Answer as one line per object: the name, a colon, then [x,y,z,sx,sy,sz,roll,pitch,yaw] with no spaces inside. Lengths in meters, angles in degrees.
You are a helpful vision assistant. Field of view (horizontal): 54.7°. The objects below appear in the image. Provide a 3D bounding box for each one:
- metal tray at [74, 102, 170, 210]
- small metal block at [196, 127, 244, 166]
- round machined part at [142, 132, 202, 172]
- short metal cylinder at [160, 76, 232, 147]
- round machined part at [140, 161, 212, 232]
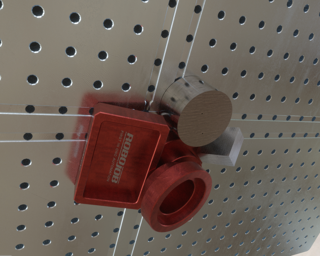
metal tray: [-0.051,0.040,0.392,0.091,0.030,0.129,11,113,-18]
small metal block: [0.087,0.025,0.448,0.025,0.050,0.050,56,50,-39]
round machined part: [0.021,0.058,0.447,0.099,0.042,0.097,-14,125,-21]
short metal cylinder: [0.047,-0.022,0.408,0.081,0.050,0.079,-14,125,-21]
round machined part: [0.016,0.083,0.400,0.099,0.042,0.097,-23,133,-27]
